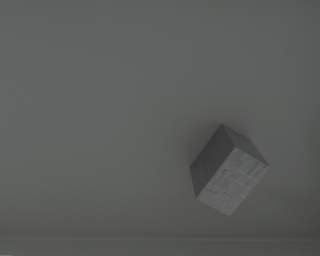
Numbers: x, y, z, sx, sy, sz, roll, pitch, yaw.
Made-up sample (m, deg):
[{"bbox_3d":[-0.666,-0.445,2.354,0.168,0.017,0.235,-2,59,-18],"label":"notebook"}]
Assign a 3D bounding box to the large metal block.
[{"bbox_3d":[0.085,0.051,0.402,0.050,0.080,0.080,30,107,-11],"label":"large metal block"}]
